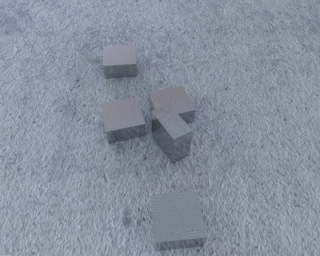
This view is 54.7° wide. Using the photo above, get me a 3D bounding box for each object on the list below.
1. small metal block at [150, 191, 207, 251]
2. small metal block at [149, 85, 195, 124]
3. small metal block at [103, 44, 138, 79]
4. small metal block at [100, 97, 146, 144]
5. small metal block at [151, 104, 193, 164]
[{"bbox_3d":[0.017,0.096,0.322,0.050,0.025,0.050,-5,50,-4],"label":"small metal block"},{"bbox_3d":[0.015,-0.029,0.427,0.050,0.025,0.050,-13,51,-11],"label":"small metal block"},{"bbox_3d":[-0.063,-0.106,0.492,0.050,0.025,0.050,-5,50,-4],"label":"small metal block"},{"bbox_3d":[-0.049,-0.011,0.412,0.050,0.025,0.050,-12,51,-10],"label":"small metal block"},{"bbox_3d":[0.013,0.007,0.381,0.025,0.050,0.050,-25,55,-19],"label":"small metal block"}]
